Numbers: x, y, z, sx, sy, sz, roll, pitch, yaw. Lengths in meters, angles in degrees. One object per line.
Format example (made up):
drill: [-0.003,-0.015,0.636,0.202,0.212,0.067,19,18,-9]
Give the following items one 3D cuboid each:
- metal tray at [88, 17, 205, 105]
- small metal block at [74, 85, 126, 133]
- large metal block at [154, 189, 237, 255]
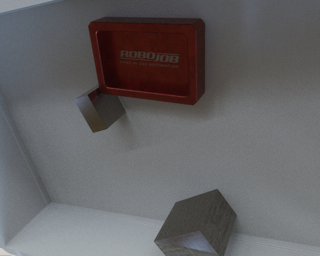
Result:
metal tray: [-0.015,-0.080,0.362,0.130,0.030,0.089,9,123,22]
small metal block: [-0.079,-0.029,0.414,0.025,0.050,0.050,-14,111,33]
large metal block: [0.051,0.139,0.431,0.080,0.080,0.050,-29,103,37]
